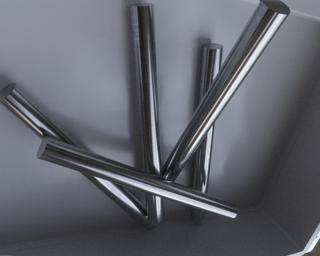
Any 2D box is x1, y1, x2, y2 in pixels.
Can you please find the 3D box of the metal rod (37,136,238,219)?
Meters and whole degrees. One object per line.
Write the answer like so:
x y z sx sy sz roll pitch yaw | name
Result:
-0.006 0.074 0.401 0.302 0.025 0.025 25 105 -32 | metal rod

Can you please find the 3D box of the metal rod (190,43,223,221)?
0.065 0.026 0.459 0.025 0.025 0.298 -14 124 -21 | metal rod

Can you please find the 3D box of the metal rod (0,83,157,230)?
-0.083 0.058 0.398 0.025 0.025 0.300 -38 129 -3 | metal rod

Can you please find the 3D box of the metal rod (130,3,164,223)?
-0.013 0.003 0.391 0.025 0.025 0.298 -15 121 -20 | metal rod

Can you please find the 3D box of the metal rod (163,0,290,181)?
0.048 -0.007 0.354 0.025 0.025 0.298 -6 145 -26 | metal rod
